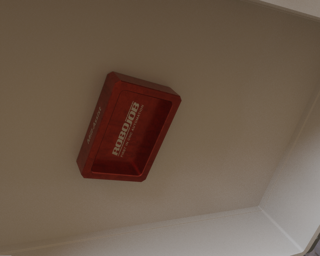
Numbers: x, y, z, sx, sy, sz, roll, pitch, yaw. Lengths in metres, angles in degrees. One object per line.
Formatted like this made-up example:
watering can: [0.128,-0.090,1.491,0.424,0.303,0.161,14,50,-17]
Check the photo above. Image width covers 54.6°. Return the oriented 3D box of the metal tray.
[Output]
metal tray: [-0.039,0.004,0.385,0.091,0.030,0.129,11,113,-33]
